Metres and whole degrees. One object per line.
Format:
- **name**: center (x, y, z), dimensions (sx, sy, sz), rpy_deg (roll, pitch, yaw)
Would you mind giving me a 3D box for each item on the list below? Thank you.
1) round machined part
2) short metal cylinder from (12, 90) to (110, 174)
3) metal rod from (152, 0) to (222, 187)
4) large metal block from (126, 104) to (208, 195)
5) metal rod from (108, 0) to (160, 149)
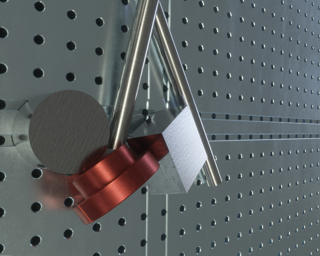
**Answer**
- **round machined part**: center (-0.052, 0.052, 0.325), dimensions (0.099, 0.098, 0.042), rpy_deg (-38, 91, -34)
- **short metal cylinder**: center (-0.099, 0.004, 0.311), dimensions (0.081, 0.050, 0.079), rpy_deg (0, 90, -40)
- **metal rod**: center (0.032, -0.048, 0.438), dimensions (0.025, 0.025, 0.298), rpy_deg (-34, 111, -35)
- **large metal block**: center (0.013, 0.026, 0.390), dimensions (0.080, 0.050, 0.080), rpy_deg (-47, 120, -52)
- **metal rod**: center (-0.021, -0.121, 0.370), dimensions (0.025, 0.025, 0.298), rpy_deg (14, 88, -40)
